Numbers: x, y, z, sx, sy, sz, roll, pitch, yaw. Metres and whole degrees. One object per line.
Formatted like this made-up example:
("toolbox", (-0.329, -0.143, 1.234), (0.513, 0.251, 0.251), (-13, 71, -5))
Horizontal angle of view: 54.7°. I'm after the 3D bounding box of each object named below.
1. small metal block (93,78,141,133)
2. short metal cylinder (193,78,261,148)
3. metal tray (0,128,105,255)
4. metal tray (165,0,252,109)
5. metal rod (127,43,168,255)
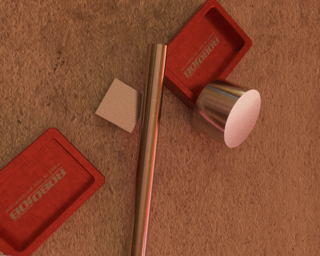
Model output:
("small metal block", (-0.049, -0.027, 0.392), (0.050, 0.025, 0.050), (30, 80, -18))
("short metal cylinder", (0.089, -0.020, 0.410), (0.081, 0.050, 0.079), (-27, 131, -36))
("metal tray", (-0.141, 0.073, 0.354), (0.130, 0.030, 0.090), (-45, 104, -15))
("metal tray", (0.058, -0.101, 0.428), (0.090, 0.030, 0.130), (43, 76, -15))
("metal rod", (-0.018, 0.048, 0.386), (0.025, 0.025, 0.298), (4, 95, -20))
